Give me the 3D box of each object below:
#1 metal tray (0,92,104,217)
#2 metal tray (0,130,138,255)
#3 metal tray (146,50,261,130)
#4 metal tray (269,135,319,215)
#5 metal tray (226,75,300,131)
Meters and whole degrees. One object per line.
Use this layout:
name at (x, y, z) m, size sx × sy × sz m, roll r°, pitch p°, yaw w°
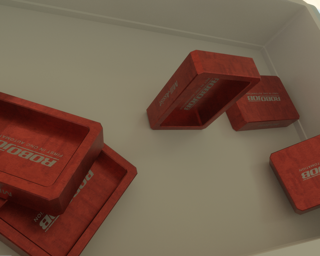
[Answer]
metal tray at (-0.130, 0.018, 0.288) m, size 0.131 × 0.030 × 0.090 m, roll 17°, pitch 48°, yaw 8°
metal tray at (-0.094, 0.066, 0.311) m, size 0.090 × 0.030 × 0.130 m, roll 38°, pitch 51°, yaw -3°
metal tray at (0.050, -0.040, 0.391) m, size 0.091 × 0.129 × 0.030 m, roll 0°, pitch 62°, yaw -29°
metal tray at (0.237, 0.057, 0.441) m, size 0.130 × 0.030 × 0.090 m, roll -23°, pitch 60°, yaw 6°
metal tray at (0.165, -0.044, 0.521) m, size 0.131 × 0.030 × 0.090 m, roll -4°, pitch 64°, yaw -30°
